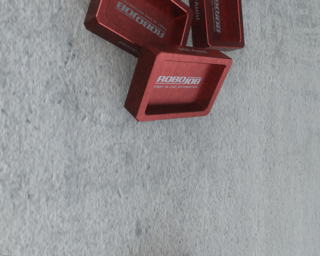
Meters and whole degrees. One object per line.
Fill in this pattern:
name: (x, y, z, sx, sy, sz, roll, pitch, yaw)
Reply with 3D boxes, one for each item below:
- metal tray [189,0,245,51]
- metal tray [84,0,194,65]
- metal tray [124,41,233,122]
metal tray: (0.087, -0.186, 0.476, 0.091, 0.030, 0.129, -10, 97, -40)
metal tray: (-0.020, -0.137, 0.386, 0.131, 0.030, 0.090, 22, 76, -38)
metal tray: (0.026, -0.057, 0.395, 0.131, 0.030, 0.089, -6, 128, -40)
